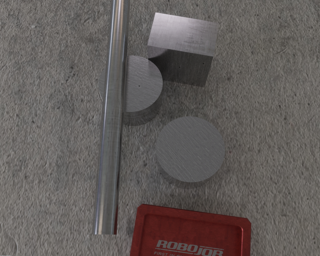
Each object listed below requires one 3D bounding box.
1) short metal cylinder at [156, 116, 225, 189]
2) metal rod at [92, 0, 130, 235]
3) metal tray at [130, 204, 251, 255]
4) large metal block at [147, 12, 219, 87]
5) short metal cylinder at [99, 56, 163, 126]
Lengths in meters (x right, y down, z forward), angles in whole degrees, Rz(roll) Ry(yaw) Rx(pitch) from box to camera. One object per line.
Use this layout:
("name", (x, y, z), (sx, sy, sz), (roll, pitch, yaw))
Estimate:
("short metal cylinder", (0.035, 0.032, 0.383), (0.081, 0.050, 0.080), (0, 70, 0))
("metal rod", (-0.055, -0.032, 0.366), (0.025, 0.025, 0.299), (1, 70, 0))
("metal tray", (0.033, 0.141, 0.353), (0.131, 0.030, 0.090), (7, 70, 2))
("large metal block", (0.029, -0.102, 0.416), (0.080, 0.080, 0.050), (11, 71, 4))
("short metal cylinder", (-0.037, -0.048, 0.412), (0.081, 0.050, 0.080), (0, 70, 0))
